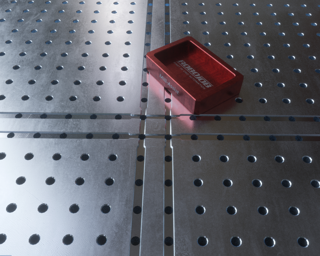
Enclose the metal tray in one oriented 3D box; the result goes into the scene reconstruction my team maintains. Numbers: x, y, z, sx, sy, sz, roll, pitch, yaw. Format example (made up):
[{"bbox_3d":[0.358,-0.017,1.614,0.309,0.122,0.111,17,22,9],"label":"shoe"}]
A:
[{"bbox_3d":[0.050,-0.085,0.476,0.091,0.030,0.130,-28,56,-22],"label":"metal tray"}]
